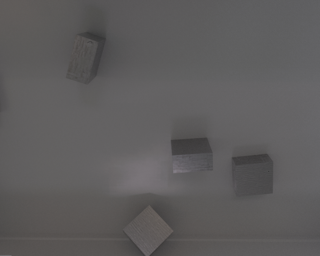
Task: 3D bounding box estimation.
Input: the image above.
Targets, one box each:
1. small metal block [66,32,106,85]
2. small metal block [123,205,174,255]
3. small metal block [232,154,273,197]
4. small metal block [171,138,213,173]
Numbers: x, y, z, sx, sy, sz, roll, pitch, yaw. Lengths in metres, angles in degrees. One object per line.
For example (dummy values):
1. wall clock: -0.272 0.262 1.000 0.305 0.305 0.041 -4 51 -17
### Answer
1. small metal block: -0.087 -0.084 0.366 0.025 0.050 0.050 18 109 -6
2. small metal block: -0.017 0.148 0.442 0.050 0.025 0.050 -39 71 -22
3. small metal block: 0.130 0.067 0.437 0.050 0.025 0.050 -6 110 2
4. small metal block: 0.041 0.035 0.411 0.050 0.050 0.025 -4 110 1
